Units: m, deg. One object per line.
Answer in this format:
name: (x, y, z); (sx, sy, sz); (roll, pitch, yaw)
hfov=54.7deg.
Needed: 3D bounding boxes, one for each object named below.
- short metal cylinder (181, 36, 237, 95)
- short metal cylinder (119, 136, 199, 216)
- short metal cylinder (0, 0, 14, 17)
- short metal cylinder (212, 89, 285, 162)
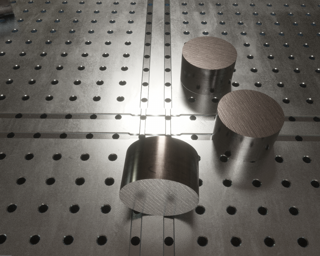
short metal cylinder: (0.073, -0.096, 0.473); (0.081, 0.050, 0.080); (0, 50, 0)
short metal cylinder: (0.001, 0.053, 0.328); (0.080, 0.080, 0.050); (3, 50, 2)
short metal cylinder: (-0.313, -0.248, 0.577); (0.050, 0.080, 0.080); (-19, 53, -16)
short metal cylinder: (0.110, -0.004, 0.396); (0.081, 0.050, 0.080); (0, 50, 0)
